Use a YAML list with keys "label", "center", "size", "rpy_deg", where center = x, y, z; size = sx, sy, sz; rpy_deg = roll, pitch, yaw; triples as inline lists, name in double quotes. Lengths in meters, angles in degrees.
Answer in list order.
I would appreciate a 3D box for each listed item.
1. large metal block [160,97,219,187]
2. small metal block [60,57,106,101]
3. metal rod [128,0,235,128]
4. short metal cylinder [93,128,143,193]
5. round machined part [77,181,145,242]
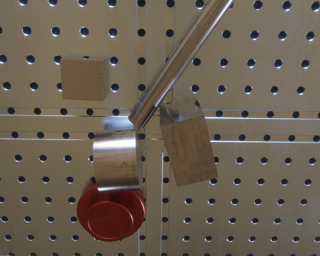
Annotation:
- label: "large metal block"
  center: [0.034, 0.014, 0.390]
  size: [0.050, 0.080, 0.080]
  rpy_deg: [-14, 110, 5]
- label: "small metal block"
  center: [-0.095, -0.062, 0.389]
  size: [0.050, 0.025, 0.050]
  rpy_deg: [3, 110, -2]
- label: "metal rod"
  center: [0.053, -0.123, 0.368]
  size: [0.025, 0.025, 0.299]
  rpy_deg: [33, 107, -12]
- label: "short metal cylinder"
  center: [-0.051, 0.042, 0.399]
  size: [0.050, 0.080, 0.079]
  rpy_deg: [-5, 110, 1]
- label: "round machined part"
  center: [-0.072, 0.124, 0.449]
  size: [0.099, 0.042, 0.097]
  rpy_deg: [0, 110, -1]
